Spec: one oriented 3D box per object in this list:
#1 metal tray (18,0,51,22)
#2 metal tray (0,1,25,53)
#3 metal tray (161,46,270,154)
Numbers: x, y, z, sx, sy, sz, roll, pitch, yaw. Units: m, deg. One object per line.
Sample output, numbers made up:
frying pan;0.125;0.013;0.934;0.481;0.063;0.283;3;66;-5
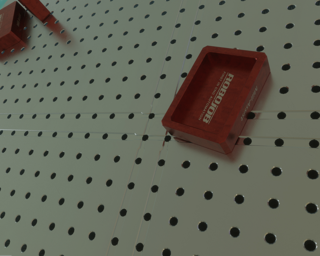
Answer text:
metal tray;-0.318;-0.309;0.725;0.030;0.090;0.130;-46;51;-3
metal tray;-0.380;-0.244;0.757;0.090;0.030;0.130;-22;53;15
metal tray;0.071;-0.041;0.393;0.090;0.030;0.130;18;71;35
